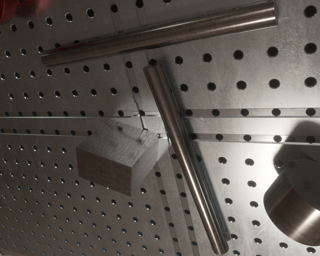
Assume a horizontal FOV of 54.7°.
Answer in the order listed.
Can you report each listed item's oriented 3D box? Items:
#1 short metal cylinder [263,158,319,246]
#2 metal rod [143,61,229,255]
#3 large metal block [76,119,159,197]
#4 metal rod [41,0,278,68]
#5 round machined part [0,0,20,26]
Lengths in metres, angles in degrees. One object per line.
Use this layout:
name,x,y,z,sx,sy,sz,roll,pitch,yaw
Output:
short metal cylinder,0.163,0.079,0.339,0.080,0.080,0.050,28,128,10
metal rod,0.042,0.055,0.421,0.025,0.025,0.298,-8,115,31
large metal block,-0.056,0.038,0.427,0.080,0.080,0.050,17,125,18
metal rod,-0.024,-0.102,0.359,0.300,0.025,0.025,-3,117,29
round machined part,-0.223,-0.184,0.402,0.098,0.042,0.097,13,124,20
